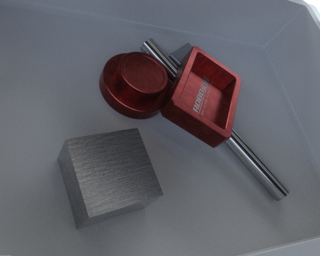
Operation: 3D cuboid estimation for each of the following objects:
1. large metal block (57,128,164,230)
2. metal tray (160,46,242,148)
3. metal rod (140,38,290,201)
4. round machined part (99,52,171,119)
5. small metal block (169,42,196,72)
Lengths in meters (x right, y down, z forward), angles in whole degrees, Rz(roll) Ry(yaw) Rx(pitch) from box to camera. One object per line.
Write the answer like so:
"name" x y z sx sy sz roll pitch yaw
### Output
"large metal block" -0.055 0.051 0.330 0.081 0.050 0.080 -9 67 -33
"metal tray" 0.062 -0.047 0.429 0.090 0.030 0.130 32 48 -11
"metal rod" 0.078 -0.016 0.458 0.300 0.025 0.025 49 51 6
"round machined part" -0.028 -0.064 0.420 0.099 0.042 0.098 14 56 -21
"small metal block" 0.043 -0.102 0.493 0.050 0.025 0.050 46 51 3
